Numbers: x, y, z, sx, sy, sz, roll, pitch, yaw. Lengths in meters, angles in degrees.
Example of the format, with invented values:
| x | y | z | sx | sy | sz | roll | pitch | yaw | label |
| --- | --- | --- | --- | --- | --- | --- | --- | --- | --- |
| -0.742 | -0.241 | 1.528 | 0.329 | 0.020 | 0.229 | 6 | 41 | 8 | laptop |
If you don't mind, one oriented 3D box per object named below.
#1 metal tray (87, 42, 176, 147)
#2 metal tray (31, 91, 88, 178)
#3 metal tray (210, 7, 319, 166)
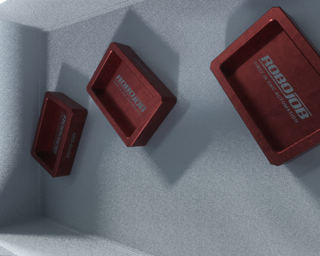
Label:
| x | y | z | sx | sy | sz | roll | pitch | yaw | label |
| --- | --- | --- | --- | --- | --- | --- | --- | --- | --- |
| -0.046 | -0.048 | 0.438 | 0.130 | 0.030 | 0.090 | 51 | 119 | 27 | metal tray |
| -0.182 | 0.010 | 0.549 | 0.090 | 0.030 | 0.129 | 31 | 109 | 35 | metal tray |
| 0.118 | -0.040 | 0.304 | 0.090 | 0.030 | 0.130 | -41 | 66 | 32 | metal tray |
